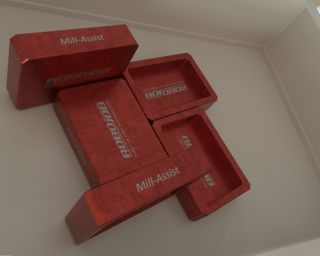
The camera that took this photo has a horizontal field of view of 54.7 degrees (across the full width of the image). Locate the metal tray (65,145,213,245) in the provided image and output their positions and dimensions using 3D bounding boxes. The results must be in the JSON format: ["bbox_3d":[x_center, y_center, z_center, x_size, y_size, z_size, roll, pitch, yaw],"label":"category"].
[{"bbox_3d":[-0.020,0.066,0.310,0.131,0.090,0.030,-19,72,-35],"label":"metal tray"}]

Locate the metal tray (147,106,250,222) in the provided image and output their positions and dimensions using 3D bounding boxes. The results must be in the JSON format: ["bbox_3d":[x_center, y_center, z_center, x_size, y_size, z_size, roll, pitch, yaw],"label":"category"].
[{"bbox_3d":[0.048,0.041,0.402,0.091,0.030,0.130,-19,72,-36],"label":"metal tray"}]

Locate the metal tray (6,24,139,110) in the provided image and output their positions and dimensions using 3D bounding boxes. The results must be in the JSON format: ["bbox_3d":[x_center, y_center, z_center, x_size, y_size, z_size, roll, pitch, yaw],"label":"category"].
[{"bbox_3d":[-0.098,-0.069,0.350,0.131,0.090,0.030,-20,73,-36],"label":"metal tray"}]

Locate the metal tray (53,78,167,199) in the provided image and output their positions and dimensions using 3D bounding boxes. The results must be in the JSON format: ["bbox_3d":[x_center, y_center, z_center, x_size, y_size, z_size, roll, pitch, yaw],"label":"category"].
[{"bbox_3d":[-0.057,0.008,0.365,0.091,0.030,0.130,-19,72,-36],"label":"metal tray"}]

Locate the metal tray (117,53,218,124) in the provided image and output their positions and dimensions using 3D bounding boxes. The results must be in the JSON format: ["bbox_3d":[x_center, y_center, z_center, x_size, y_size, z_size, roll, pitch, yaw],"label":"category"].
[{"bbox_3d":[0.010,-0.056,0.441,0.131,0.030,0.090,-19,72,-35],"label":"metal tray"}]
